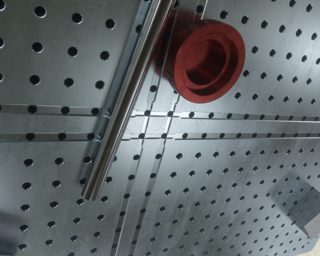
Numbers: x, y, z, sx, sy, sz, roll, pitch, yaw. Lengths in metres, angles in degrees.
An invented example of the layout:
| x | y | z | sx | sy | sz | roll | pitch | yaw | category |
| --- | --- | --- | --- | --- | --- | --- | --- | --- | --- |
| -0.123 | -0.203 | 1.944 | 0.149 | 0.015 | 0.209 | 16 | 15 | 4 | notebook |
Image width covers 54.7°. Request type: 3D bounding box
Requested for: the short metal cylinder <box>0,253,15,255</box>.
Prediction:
| x | y | z | sx | sy | sz | roll | pitch | yaw | category |
| --- | --- | --- | --- | --- | --- | --- | --- | --- | --- |
| -0.210 | 0.198 | 0.384 | 0.080 | 0.080 | 0.050 | -49 | 129 | 6 | short metal cylinder |

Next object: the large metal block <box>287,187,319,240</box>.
| x | y | z | sx | sy | sz | roll | pitch | yaw | category |
| --- | --- | --- | --- | --- | --- | --- | --- | --- | --- |
| 0.348 | 0.196 | 0.706 | 0.080 | 0.050 | 0.080 | -41 | 130 | 0 | large metal block |

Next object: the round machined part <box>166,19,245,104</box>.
| x | y | z | sx | sy | sz | roll | pitch | yaw | category |
| --- | --- | --- | --- | --- | --- | --- | --- | --- | --- |
| 0.051 | -0.082 | 0.377 | 0.099 | 0.042 | 0.097 | -14 | 124 | -21 | round machined part |

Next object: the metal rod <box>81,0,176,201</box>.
| x | y | z | sx | sy | sz | roll | pitch | yaw | category |
| --- | --- | --- | --- | --- | --- | --- | --- | --- | --- |
| -0.038 | -0.040 | 0.365 | 0.025 | 0.025 | 0.298 | 10 | 113 | -33 | metal rod |
